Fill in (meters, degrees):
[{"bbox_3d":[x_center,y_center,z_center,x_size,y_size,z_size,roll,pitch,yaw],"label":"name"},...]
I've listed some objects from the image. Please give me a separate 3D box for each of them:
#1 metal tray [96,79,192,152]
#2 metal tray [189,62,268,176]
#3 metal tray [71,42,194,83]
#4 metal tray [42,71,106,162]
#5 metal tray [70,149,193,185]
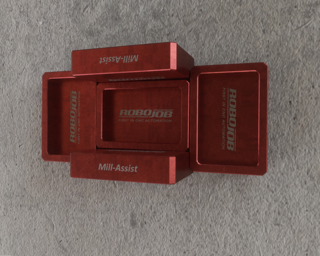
[{"bbox_3d":[-0.021,-0.016,0.414,0.130,0.030,0.089,1,90,19],"label":"metal tray"},{"bbox_3d":[0.084,-0.011,0.377,0.090,0.030,0.129,1,90,19],"label":"metal tray"},{"bbox_3d":[-0.031,-0.076,0.386,0.130,0.090,0.030,0,90,19],"label":"metal tray"},{"bbox_3d":[-0.125,-0.016,0.450,0.090,0.030,0.129,1,90,19],"label":"metal tray"},{"bbox_3d":[-0.032,0.044,0.384,0.130,0.090,0.030,0,90,19],"label":"metal tray"}]
